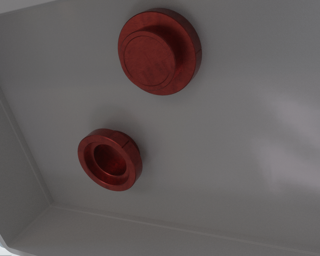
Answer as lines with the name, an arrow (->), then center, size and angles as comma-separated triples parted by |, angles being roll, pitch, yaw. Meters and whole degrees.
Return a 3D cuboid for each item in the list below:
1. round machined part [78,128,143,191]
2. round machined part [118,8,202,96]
round machined part -> -0.069, 0.043, 0.461 | 0.098, 0.042, 0.097 | 13, 124, 21
round machined part -> -0.006, -0.081, 0.351 | 0.098, 0.042, 0.097 | 13, 124, 21
